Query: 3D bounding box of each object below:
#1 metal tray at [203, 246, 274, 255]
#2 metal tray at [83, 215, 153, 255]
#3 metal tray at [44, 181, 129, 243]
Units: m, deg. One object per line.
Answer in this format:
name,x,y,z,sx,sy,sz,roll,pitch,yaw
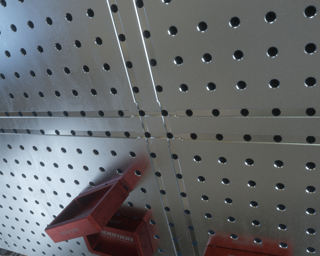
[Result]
metal tray,0.136,0.235,0.480,0.130,0.030,0.089,-2,118,29
metal tray,-0.084,0.204,0.575,0.130,0.030,0.089,3,120,26
metal tray,-0.122,0.140,0.518,0.130,0.090,0.030,-26,104,36
